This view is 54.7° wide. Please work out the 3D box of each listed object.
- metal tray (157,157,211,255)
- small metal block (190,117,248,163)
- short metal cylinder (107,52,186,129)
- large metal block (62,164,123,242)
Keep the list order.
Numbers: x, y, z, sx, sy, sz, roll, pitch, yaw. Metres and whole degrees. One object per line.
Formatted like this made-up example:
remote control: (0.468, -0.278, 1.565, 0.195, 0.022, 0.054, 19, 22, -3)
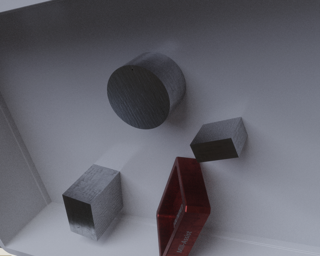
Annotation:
metal tray: (0.026, 0.114, 0.420, 0.030, 0.090, 0.129, 8, 127, -12)
small metal block: (0.070, 0.014, 0.363, 0.050, 0.050, 0.025, -12, 112, 33)
short metal cylinder: (-0.015, -0.045, 0.371, 0.080, 0.050, 0.079, 13, 124, 20)
large metal block: (-0.104, 0.118, 0.499, 0.050, 0.080, 0.079, 13, 124, 21)
